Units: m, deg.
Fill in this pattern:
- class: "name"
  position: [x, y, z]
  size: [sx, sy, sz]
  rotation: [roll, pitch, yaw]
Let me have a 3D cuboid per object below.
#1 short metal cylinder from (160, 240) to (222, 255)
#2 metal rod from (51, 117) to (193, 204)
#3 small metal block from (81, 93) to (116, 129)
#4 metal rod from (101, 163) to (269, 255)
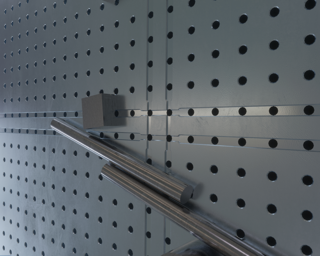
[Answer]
- class: "short metal cylinder"
  position: [0.036, 0.180, 0.363]
  size: [0.080, 0.050, 0.080]
  rotation: [0, 90, 40]
- class: "metal rod"
  position: [-0.077, 0.037, 0.473]
  size: [0.300, 0.025, 0.025]
  rotation: [22, 104, 37]
- class: "small metal block"
  position: [-0.097, -0.025, 0.490]
  size: [0.050, 0.025, 0.050]
  rotation: [-8, 85, 39]
- class: "metal rod"
  position: [0.030, 0.111, 0.384]
  size: [0.300, 0.025, 0.025]
  rotation: [23, 105, 37]
